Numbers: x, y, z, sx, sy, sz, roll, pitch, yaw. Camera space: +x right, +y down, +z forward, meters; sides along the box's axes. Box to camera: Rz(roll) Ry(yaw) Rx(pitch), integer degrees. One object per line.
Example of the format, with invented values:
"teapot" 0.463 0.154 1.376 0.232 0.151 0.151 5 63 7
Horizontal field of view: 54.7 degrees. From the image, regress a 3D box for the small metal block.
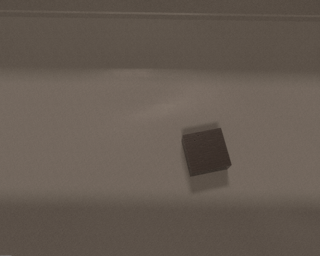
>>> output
"small metal block" 0.059 0.031 0.399 0.050 0.025 0.050 -11 71 -4
